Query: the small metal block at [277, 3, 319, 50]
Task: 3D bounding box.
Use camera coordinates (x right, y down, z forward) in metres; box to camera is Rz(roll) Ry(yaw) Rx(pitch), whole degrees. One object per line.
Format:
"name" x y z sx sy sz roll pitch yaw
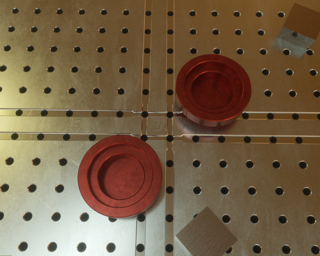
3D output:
"small metal block" 0.214 -0.154 0.469 0.050 0.025 0.050 27 72 9

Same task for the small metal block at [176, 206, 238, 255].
"small metal block" 0.053 0.129 0.365 0.050 0.025 0.050 -39 75 -13

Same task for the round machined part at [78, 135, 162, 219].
"round machined part" -0.046 0.061 0.380 0.099 0.042 0.098 0 70 0

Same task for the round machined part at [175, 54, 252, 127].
"round machined part" 0.069 -0.047 0.420 0.099 0.042 0.098 0 70 0
